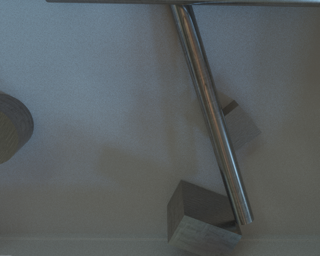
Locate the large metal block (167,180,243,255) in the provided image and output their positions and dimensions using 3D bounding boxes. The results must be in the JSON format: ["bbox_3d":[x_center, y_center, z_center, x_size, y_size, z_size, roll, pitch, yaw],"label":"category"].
[{"bbox_3d":[0.057,0.126,0.428,0.080,0.080,0.050,22,111,-8],"label":"large metal block"}]

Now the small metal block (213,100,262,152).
[{"bbox_3d":[0.097,0.000,0.413,0.050,0.025,0.050,-40,106,13],"label":"small metal block"}]

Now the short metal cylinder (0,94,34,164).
[{"bbox_3d":[-0.211,0.001,0.395,0.081,0.050,0.079,0,110,-1],"label":"short metal cylinder"}]

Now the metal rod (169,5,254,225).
[{"bbox_3d":[0.065,-0.018,0.381,0.025,0.025,0.298,-18,101,6],"label":"metal rod"}]

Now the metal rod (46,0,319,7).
[{"bbox_3d":[0.026,-0.144,0.330,0.302,0.025,0.025,3,110,5],"label":"metal rod"}]
